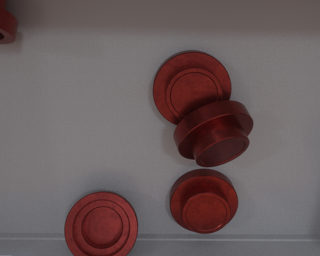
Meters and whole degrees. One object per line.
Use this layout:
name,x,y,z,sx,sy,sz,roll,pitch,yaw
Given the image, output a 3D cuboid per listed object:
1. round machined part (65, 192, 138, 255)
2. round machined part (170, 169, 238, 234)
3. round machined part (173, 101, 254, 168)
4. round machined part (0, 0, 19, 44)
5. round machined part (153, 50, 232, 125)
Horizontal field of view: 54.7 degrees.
round machined part,-0.080,0.139,0.438,0.099,0.042,0.097,1,80,-3
round machined part,0.064,0.111,0.444,0.099,0.042,0.097,0,110,-1
round machined part,0.070,0.014,0.382,0.099,0.042,0.098,-14,147,-9
round machined part,-0.203,-0.127,0.328,0.099,0.098,0.042,9,86,-4
round machined part,0.040,-0.045,0.386,0.099,0.042,0.097,0,110,-1
